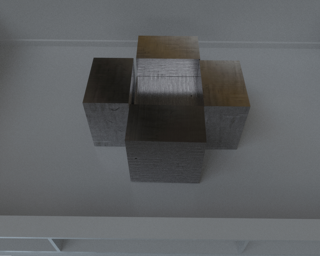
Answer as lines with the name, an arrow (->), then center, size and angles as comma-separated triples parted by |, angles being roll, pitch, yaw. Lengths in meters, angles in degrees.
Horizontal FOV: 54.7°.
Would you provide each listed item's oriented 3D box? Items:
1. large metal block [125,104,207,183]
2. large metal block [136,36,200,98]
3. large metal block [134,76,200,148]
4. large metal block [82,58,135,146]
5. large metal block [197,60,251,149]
large metal block -> 0.006, 0.020, 0.351 | 0.080, 0.080, 0.050 | 1, 50, 1
large metal block -> 0.011, -0.081, 0.435 | 0.080, 0.080, 0.050 | 1, 50, 0
large metal block -> 0.009, -0.022, 0.404 | 0.080, 0.050, 0.080 | 1, 50, 0
large metal block -> -0.059, -0.032, 0.395 | 0.050, 0.080, 0.080 | 1, 50, 1
large metal block -> 0.074, -0.029, 0.393 | 0.050, 0.080, 0.080 | 1, 50, 1
